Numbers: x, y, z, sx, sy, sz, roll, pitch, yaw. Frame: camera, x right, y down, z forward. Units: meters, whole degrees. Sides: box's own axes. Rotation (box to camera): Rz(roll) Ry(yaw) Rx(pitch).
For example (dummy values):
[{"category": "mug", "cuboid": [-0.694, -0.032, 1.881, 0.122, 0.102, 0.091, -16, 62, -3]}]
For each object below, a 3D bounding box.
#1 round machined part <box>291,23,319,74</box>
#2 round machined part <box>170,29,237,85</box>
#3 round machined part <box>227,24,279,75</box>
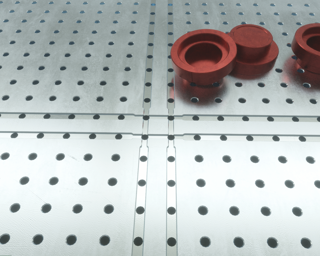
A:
[{"category": "round machined part", "cuboid": [0.263, -0.125, 0.503, 0.099, 0.042, 0.098, 0, 50, 0]}, {"category": "round machined part", "cuboid": [0.067, -0.105, 0.478, 0.098, 0.042, 0.098, -5, 54, 7]}, {"category": "round machined part", "cuboid": [0.146, -0.135, 0.511, 0.099, 0.042, 0.098, 0, 50, 0]}]
